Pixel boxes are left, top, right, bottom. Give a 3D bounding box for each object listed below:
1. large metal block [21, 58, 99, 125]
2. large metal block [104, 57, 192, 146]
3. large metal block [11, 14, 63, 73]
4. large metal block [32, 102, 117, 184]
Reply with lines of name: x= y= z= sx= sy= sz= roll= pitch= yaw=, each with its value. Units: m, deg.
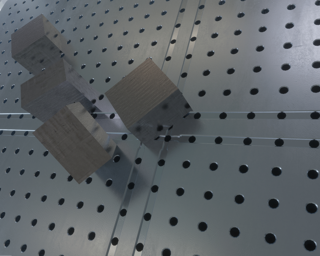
large metal block: x=-0.156 y=-0.048 z=0.486 sx=0.080 sy=0.080 sz=0.050 roll=-29 pitch=52 yaw=10
large metal block: x=-0.017 y=-0.037 z=0.425 sx=0.080 sy=0.050 sz=0.080 roll=-39 pitch=51 yaw=2
large metal block: x=-0.252 y=-0.173 z=0.633 sx=0.080 sy=0.050 sz=0.080 roll=-30 pitch=52 yaw=9
large metal block: x=-0.104 y=0.015 z=0.398 sx=0.050 sy=0.080 sz=0.080 roll=-39 pitch=9 yaw=2
